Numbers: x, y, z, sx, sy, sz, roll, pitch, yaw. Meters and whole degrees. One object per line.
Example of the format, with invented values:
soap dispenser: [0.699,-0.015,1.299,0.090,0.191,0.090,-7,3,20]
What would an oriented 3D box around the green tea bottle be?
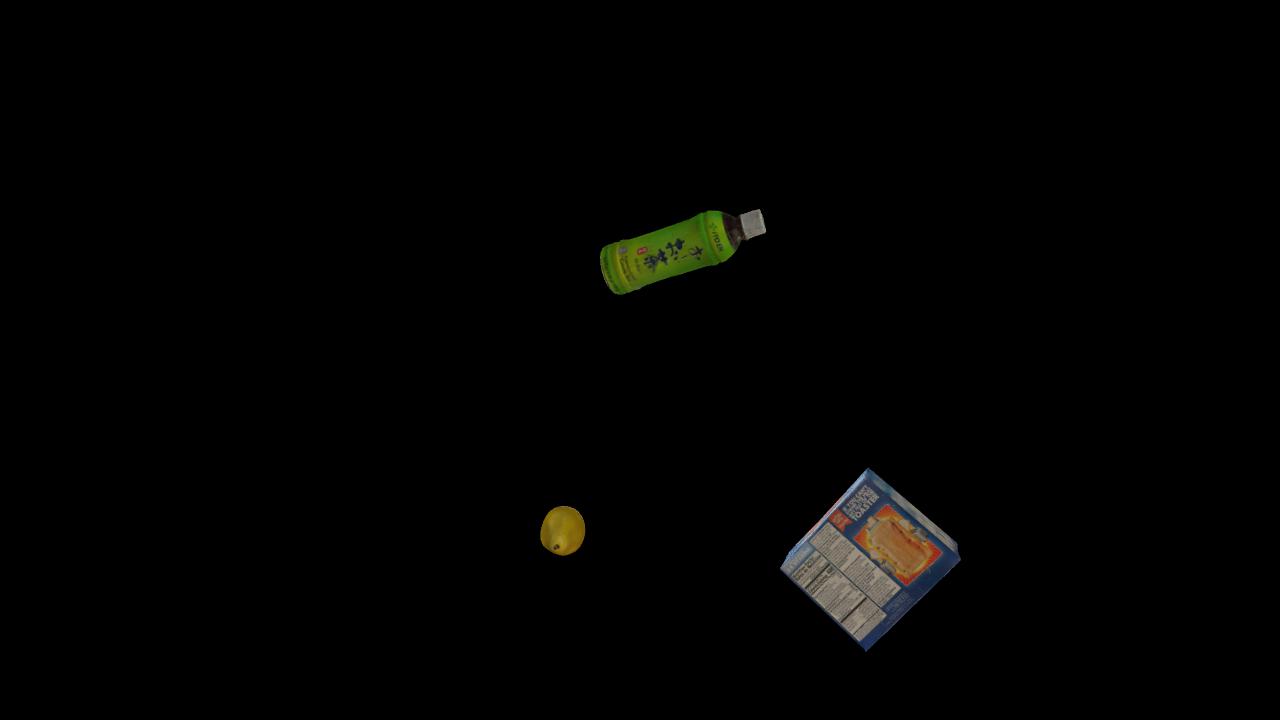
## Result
green tea bottle: [0.054,-0.145,0.787,0.212,0.073,0.073,-17,-6,21]

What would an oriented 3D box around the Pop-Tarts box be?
Pop-Tarts box: [0.294,0.252,0.793,0.141,0.167,0.083,42,13,17]

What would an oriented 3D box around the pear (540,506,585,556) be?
pear: [-0.127,0.290,0.998,0.080,0.080,0.111,0,18,1]
